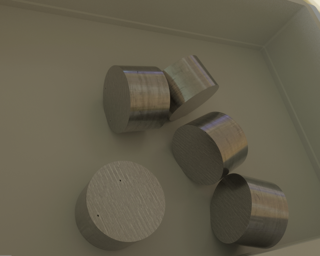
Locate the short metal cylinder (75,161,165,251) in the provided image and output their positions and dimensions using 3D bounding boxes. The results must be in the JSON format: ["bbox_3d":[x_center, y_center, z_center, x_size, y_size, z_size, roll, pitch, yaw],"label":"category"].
[{"bbox_3d":[-0.042,0.080,0.319,0.081,0.050,0.080,14,56,-21],"label":"short metal cylinder"}]

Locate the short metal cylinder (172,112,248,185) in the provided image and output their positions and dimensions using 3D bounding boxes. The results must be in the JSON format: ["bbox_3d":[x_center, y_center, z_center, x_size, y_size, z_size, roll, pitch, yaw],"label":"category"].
[{"bbox_3d":[0.062,0.025,0.390,0.050,0.080,0.080,-26,76,-37],"label":"short metal cylinder"}]

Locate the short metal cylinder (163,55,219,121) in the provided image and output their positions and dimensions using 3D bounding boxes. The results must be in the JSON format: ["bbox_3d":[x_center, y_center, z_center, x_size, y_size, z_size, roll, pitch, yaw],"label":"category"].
[{"bbox_3d":[0.033,-0.053,0.422,0.081,0.080,0.050,-25,76,-37],"label":"short metal cylinder"}]

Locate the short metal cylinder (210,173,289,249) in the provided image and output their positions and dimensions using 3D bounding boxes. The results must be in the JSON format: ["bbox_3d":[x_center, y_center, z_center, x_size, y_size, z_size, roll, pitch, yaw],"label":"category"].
[{"bbox_3d":[0.103,0.098,0.368,0.050,0.080,0.080,16,55,-20],"label":"short metal cylinder"}]

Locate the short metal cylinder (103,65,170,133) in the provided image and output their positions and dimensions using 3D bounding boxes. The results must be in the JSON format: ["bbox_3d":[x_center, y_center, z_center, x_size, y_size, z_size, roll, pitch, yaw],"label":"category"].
[{"bbox_3d":[-0.031,-0.035,0.377,0.050,0.080,0.080,-5,65,-31],"label":"short metal cylinder"}]
